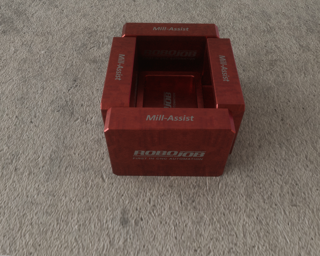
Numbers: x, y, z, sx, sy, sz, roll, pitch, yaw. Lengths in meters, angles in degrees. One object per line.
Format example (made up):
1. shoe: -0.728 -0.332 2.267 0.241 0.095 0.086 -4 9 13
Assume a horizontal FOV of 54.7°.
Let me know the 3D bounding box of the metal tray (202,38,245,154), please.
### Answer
1. metal tray: 0.075 -0.042 0.398 0.030 0.089 0.130 1 50 0

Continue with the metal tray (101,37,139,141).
1. metal tray: -0.047 -0.044 0.398 0.030 0.089 0.130 1 50 0

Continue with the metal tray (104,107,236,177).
1. metal tray: 0.010 0.018 0.346 0.131 0.089 0.030 1 50 0

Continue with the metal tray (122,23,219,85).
1. metal tray: 0.014 -0.105 0.450 0.131 0.089 0.030 1 50 0

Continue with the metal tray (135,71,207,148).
1. metal tray: 0.014 -0.024 0.422 0.091 0.030 0.130 1 50 0
